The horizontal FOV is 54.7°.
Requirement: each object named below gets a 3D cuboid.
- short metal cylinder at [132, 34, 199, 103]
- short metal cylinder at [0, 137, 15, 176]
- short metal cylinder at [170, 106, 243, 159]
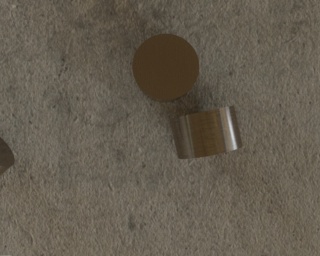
[{"bbox_3d":[0.007,-0.074,0.398,0.081,0.050,0.079,0,90,-1],"label":"short metal cylinder"},{"bbox_3d":[-0.230,0.035,0.379,0.050,0.080,0.080,-42,91,0],"label":"short metal cylinder"},{"bbox_3d":[0.057,0.005,0.383,0.080,0.080,0.050,-12,90,0],"label":"short metal cylinder"}]
